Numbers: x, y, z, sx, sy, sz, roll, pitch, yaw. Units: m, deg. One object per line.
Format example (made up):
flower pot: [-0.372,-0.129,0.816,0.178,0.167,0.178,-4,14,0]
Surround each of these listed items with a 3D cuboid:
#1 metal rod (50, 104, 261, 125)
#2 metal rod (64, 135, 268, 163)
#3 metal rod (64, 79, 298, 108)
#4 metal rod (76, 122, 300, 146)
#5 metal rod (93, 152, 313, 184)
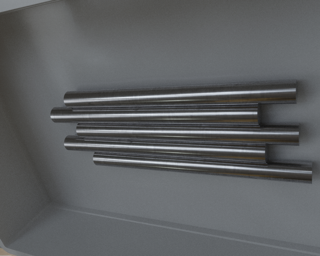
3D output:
metal rod: [-0.025,-0.018,0.407,0.301,0.025,0.025,1,119,27]
metal rod: [-0.010,0.026,0.427,0.301,0.025,0.025,1,119,27]
metal rod: [0.004,-0.039,0.380,0.301,0.025,0.025,1,119,27]
metal rod: [0.016,0.004,0.400,0.301,0.025,0.025,1,119,27]
metal rod: [0.037,0.048,0.416,0.301,0.025,0.025,1,119,27]
